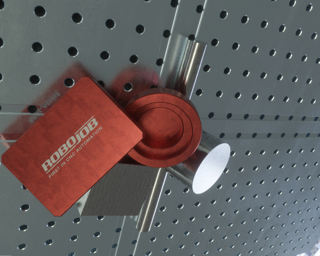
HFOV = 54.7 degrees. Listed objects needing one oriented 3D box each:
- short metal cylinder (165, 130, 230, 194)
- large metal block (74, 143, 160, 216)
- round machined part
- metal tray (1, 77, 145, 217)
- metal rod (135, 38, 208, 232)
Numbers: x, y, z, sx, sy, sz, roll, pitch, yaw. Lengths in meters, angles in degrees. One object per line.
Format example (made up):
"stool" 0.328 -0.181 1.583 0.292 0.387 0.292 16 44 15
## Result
"short metal cylinder" 0.054 0.045 0.435 0.081 0.050 0.079 -31 138 -33
"large metal block" -0.059 0.066 0.404 0.081 0.050 0.079 11 113 -33
"round machined part" 0.000 -0.003 0.382 0.099 0.042 0.097 0 115 0
"metal tray" -0.092 0.020 0.338 0.130 0.030 0.090 -44 91 2
"metal rod" 0.009 0.027 0.434 0.025 0.025 0.298 1 118 -29
